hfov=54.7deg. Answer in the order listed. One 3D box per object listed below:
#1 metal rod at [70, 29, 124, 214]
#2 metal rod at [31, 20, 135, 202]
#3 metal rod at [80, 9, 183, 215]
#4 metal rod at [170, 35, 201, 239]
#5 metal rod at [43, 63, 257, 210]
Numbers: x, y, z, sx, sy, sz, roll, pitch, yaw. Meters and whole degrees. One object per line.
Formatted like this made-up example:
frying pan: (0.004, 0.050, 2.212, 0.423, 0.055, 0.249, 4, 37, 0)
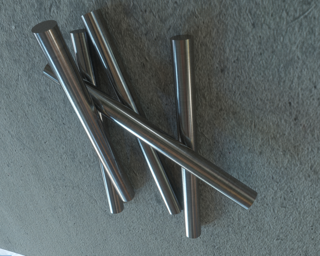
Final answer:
metal rod: (-0.087, 0.009, 0.457, 0.025, 0.025, 0.298, 9, 122, 24)
metal rod: (-0.082, 0.006, 0.399, 0.025, 0.025, 0.299, 9, 139, 23)
metal rod: (-0.029, -0.007, 0.417, 0.025, 0.025, 0.299, -9, 114, 32)
metal rod: (0.037, 0.032, 0.406, 0.025, 0.025, 0.298, 8, 122, 24)
metal rod: (-0.016, 0.005, 0.384, 0.301, 0.025, 0.025, 33, 129, 6)
